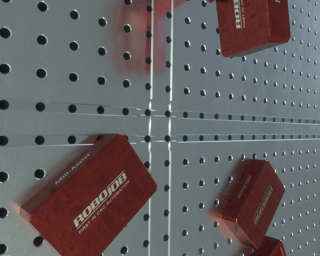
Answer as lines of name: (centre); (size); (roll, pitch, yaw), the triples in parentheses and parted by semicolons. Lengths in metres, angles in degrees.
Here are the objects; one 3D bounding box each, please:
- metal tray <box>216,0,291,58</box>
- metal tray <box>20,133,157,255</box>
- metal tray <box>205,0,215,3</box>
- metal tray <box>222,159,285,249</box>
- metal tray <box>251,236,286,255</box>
metal tray: (0.105, -0.157, 0.368); (0.030, 0.090, 0.129); (-8, 94, -23)
metal tray: (-0.071, 0.078, 0.346); (0.131, 0.030, 0.090); (-45, 117, -31)
metal tray: (0.096, -0.227, 0.402); (0.130, 0.090, 0.030); (-42, 116, 15)
metal tray: (0.168, 0.131, 0.545); (0.090, 0.030, 0.130); (52, 60, -27)
metal tray: (0.207, 0.282, 0.577); (0.091, 0.030, 0.129); (-34, 111, -35)
